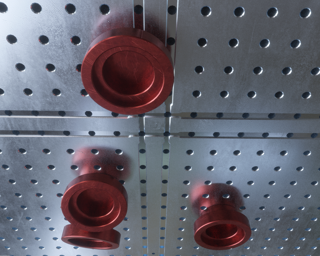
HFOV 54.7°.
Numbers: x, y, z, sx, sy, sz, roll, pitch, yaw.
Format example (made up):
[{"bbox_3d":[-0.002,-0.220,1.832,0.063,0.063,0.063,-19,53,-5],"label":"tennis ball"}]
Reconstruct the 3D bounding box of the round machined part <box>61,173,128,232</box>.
[{"bbox_3d":[-0.099,0.110,0.483,0.099,0.042,0.097,-1,115,-3],"label":"round machined part"}]

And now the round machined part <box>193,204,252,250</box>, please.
[{"bbox_3d":[0.108,0.173,0.550,0.099,0.042,0.097,-1,130,0],"label":"round machined part"}]

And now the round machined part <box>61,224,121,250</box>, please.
[{"bbox_3d":[-0.117,0.180,0.540,0.099,0.042,0.098,4,148,3],"label":"round machined part"}]

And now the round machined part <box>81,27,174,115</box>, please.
[{"bbox_3d":[-0.034,-0.065,0.344,0.099,0.042,0.097,-1,130,0],"label":"round machined part"}]
